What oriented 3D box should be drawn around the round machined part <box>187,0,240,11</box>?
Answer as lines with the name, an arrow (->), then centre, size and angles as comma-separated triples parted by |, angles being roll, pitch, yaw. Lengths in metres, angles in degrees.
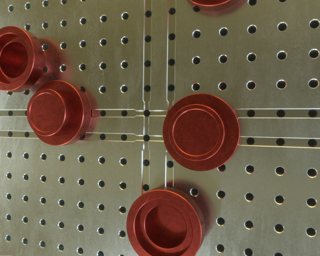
round machined part -> 0.066, -0.199, 0.380 | 0.098, 0.042, 0.097 | 0, 90, 20

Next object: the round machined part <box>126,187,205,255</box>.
round machined part -> 0.010, 0.125, 0.400 | 0.098, 0.042, 0.097 | 0, 90, 20

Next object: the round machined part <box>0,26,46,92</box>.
round machined part -> -0.220, -0.104, 0.482 | 0.098, 0.042, 0.097 | 0, 90, 20

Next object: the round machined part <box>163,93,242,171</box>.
round machined part -> 0.049, 0.005, 0.386 | 0.098, 0.042, 0.097 | 0, 90, 20

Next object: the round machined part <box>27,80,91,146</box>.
round machined part -> -0.156, -0.022, 0.459 | 0.098, 0.042, 0.097 | 0, 90, 20
